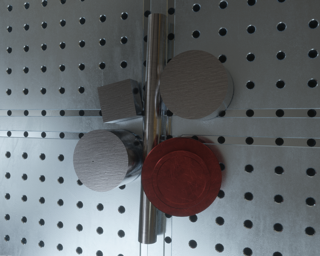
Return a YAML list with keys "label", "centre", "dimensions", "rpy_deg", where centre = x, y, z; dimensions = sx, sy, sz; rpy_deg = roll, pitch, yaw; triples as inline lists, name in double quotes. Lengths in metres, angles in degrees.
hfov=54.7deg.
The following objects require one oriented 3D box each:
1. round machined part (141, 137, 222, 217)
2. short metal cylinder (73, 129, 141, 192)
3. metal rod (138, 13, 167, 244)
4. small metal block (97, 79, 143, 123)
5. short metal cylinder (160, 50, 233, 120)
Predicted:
- label: "round machined part"
  centre: [0.026, 0.060, 0.377]
  dimensions: [0.099, 0.042, 0.097]
  rpy_deg: [0, 89, 3]
- label: "short metal cylinder"
  centre: [-0.068, 0.042, 0.419]
  dimensions: [0.080, 0.050, 0.079]
  rpy_deg: [0, 90, 20]
- label: "metal rod"
  centre: [-0.010, 0.002, 0.412]
  dimensions: [0.025, 0.025, 0.298]
  rpy_deg: [3, 91, 20]
- label: "small metal block"
  centre: [-0.054, -0.036, 0.427]
  dimensions: [0.050, 0.025, 0.050]
  rpy_deg: [-12, 86, 19]
- label: "short metal cylinder"
  centre: [0.046, -0.050, 0.378]
  dimensions: [0.080, 0.050, 0.079]
  rpy_deg: [0, 90, 20]
